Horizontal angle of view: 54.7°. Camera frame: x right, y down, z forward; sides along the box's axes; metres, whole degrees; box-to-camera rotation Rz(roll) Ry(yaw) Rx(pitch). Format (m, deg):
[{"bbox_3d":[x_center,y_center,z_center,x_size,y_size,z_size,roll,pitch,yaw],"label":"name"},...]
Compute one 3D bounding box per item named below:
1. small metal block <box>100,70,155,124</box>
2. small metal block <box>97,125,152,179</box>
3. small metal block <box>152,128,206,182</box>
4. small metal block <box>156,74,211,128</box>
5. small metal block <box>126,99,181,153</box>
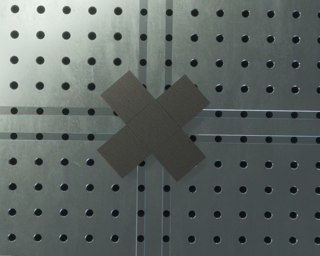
[{"bbox_3d":[-0.042,-0.040,0.413,0.050,0.025,0.050,-41,91,0],"label":"small metal block"},{"bbox_3d":[-0.046,0.031,0.413,0.050,0.025,0.050,-41,91,0],"label":"small metal block"},{"bbox_3d":[0.025,0.035,0.414,0.050,0.025,0.050,-41,91,0],"label":"small metal block"},{"bbox_3d":[0.030,-0.035,0.413,0.050,0.025,0.050,-41,91,0],"label":"small metal block"},{"bbox_3d":[-0.009,-0.002,0.412,0.050,0.025,0.050,-41,91,0],"label":"small metal block"}]
